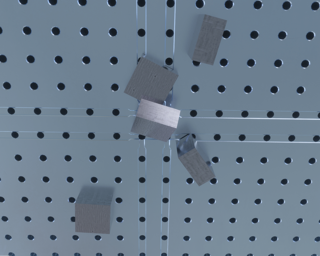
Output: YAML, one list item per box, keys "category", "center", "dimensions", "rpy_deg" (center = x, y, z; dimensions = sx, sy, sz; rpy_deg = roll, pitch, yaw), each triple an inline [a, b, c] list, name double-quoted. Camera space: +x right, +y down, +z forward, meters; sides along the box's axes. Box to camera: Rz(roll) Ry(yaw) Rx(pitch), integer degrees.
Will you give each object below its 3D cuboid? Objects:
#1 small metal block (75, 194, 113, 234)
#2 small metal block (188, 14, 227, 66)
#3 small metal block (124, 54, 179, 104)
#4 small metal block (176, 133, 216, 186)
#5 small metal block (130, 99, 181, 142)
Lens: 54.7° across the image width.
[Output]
- category: "small metal block"
  center: [-0.097, 0.127, 0.459]
  dimensions: [0.050, 0.025, 0.050]
  rpy_deg: [4, 110, -2]
- category: "small metal block"
  center: [0.054, -0.104, 0.362]
  dimensions: [0.025, 0.050, 0.050]
  rpy_deg: [13, 110, -5]
- category: "small metal block"
  center: [-0.011, -0.058, 0.392]
  dimensions: [0.050, 0.025, 0.050]
  rpy_deg: [26, 108, -10]
- category: "small metal block"
  center: [0.047, 0.042, 0.416]
  dimensions: [0.025, 0.050, 0.050]
  rpy_deg: [-33, 107, 11]
- category: "small metal block"
  center: [-0.007, -0.008, 0.395]
  dimensions: [0.050, 0.050, 0.025]
  rpy_deg: [17, 65, -7]
